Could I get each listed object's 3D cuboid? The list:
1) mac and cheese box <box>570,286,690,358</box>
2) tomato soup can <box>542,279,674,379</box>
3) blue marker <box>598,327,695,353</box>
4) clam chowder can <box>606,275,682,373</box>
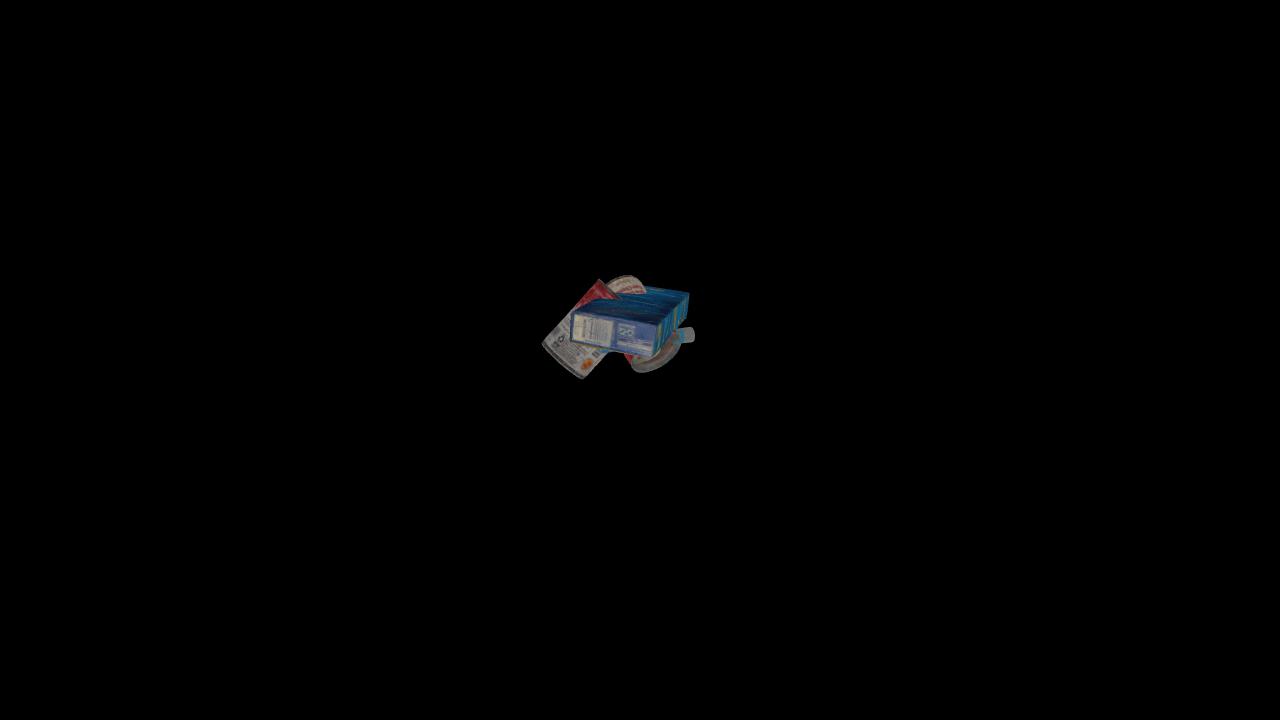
[{"bbox_3d":[-0.005,-0.051,0.703,0.093,0.041,0.184,9,18,13],"label":"mac and cheese box"},{"bbox_3d":[-0.057,-0.035,0.718,0.068,0.101,0.068,42,1,-1],"label":"tomato soup can"},{"bbox_3d":[0.007,-0.023,0.716,0.121,0.020,0.020,-8,3,-23],"label":"blue marker"},{"bbox_3d":[-0.004,-0.044,0.737,0.068,0.102,0.068,-24,-31,-16],"label":"clam chowder can"}]
